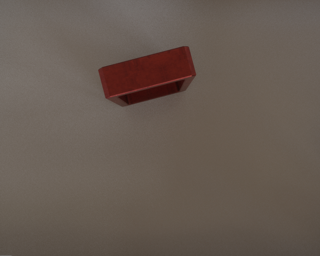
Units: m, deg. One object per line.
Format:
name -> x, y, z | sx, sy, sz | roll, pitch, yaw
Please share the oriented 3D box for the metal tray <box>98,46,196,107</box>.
metal tray -> -0.012, -0.054, 0.359 | 0.090, 0.130, 0.030 | -15, 90, 0
